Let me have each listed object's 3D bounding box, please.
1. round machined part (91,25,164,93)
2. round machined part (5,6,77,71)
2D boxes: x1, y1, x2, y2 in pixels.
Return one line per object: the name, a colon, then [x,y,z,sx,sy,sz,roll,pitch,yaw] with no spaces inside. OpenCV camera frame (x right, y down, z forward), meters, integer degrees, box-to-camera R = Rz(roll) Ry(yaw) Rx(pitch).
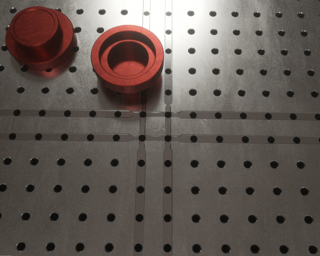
round machined part: [-0.044,-0.092,0.436,0.099,0.042,0.098,0,70,-1]
round machined part: [-0.176,-0.136,0.450,0.099,0.042,0.098,0,70,-1]
